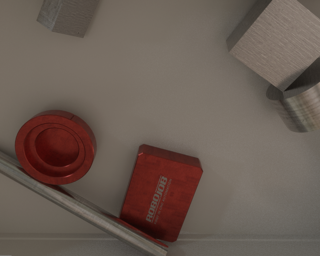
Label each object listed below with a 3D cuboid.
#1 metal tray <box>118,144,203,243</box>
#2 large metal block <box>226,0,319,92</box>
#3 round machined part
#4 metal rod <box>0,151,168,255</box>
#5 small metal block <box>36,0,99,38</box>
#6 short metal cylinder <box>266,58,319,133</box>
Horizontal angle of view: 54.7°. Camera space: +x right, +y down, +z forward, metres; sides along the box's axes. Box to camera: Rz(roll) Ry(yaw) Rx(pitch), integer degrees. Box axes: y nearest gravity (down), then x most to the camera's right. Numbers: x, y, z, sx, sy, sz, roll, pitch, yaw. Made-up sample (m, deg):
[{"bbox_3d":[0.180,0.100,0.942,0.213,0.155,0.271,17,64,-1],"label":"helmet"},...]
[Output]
[{"bbox_3d":[-0.002,0.096,0.444,0.091,0.030,0.129,15,109,-6],"label":"metal tray"},{"bbox_3d":[0.135,-0.102,0.353,0.080,0.050,0.080,32,119,-12],"label":"large metal block"},{"bbox_3d":[-0.133,0.022,0.409,0.099,0.042,0.097,0,110,-1],"label":"round machined part"},{"bbox_3d":[-0.124,0.100,0.424,0.301,0.025,0.025,31,107,-3],"label":"metal rod"},{"bbox_3d":[-0.101,-0.132,0.344,0.025,0.050,0.050,37,111,18],"label":"small metal block"},{"bbox_3d":[0.177,-0.040,0.370,0.080,0.080,0.050,-35,107,12],"label":"short metal cylinder"}]
